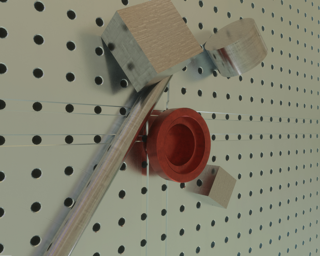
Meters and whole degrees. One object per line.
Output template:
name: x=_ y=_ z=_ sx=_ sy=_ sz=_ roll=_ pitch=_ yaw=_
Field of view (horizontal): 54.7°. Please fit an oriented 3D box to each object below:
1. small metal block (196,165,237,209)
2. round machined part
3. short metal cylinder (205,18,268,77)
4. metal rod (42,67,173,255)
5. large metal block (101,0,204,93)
small metal block: x=0.089 y=0.092 z=0.487 sx=0.050 sy=0.025 sz=0.050 roll=39 pitch=66 yaw=-33
round machined part: x=0.020 y=0.022 z=0.417 sx=0.099 sy=0.042 sz=0.097 roll=0 pitch=90 yaw=-40
short metal cylinder: x=0.116 y=-0.123 z=0.473 sx=0.080 sy=0.080 sz=0.050 roll=-52 pitch=121 yaw=-27
metal rod: x=-0.060 y=0.046 z=0.360 sx=0.025 sy=0.025 sz=0.300 roll=43 pitch=64 yaw=-32
large metal block: x=-0.009 y=-0.101 z=0.371 sx=0.081 sy=0.050 sz=0.080 roll=-33 pitch=90 yaw=-35
